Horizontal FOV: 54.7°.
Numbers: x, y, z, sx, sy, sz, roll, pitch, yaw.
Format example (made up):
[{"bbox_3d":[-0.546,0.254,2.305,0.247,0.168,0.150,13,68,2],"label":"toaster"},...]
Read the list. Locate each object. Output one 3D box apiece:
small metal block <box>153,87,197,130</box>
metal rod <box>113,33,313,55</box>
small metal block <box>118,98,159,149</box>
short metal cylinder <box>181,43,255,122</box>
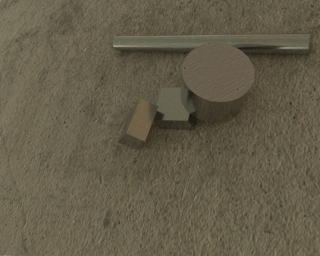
[{"bbox_3d":[0.023,-0.026,0.406,0.050,0.025,0.050,2,63,29],"label":"small metal block"},{"bbox_3d":[0.054,-0.122,0.449,0.300,0.025,0.025,10,67,32],"label":"metal rod"},{"bbox_3d":[-0.029,-0.004,0.403,0.050,0.025,0.050,-37,30,65],"label":"small metal block"},{"bbox_3d":[0.065,-0.053,0.367,0.081,0.050,0.080,0,65,1],"label":"short metal cylinder"}]
